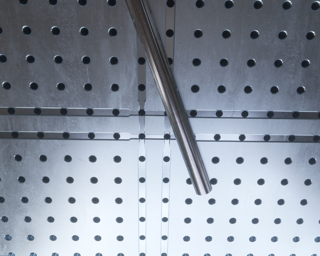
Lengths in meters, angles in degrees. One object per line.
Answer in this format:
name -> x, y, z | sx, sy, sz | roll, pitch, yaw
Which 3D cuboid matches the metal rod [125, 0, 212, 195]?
metal rod -> 0.013, -0.042, 0.398 | 0.025, 0.025, 0.298 | -19, 109, 6
